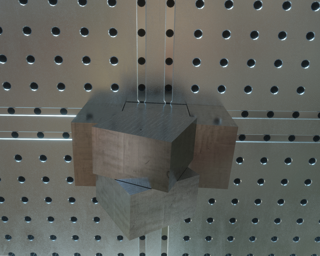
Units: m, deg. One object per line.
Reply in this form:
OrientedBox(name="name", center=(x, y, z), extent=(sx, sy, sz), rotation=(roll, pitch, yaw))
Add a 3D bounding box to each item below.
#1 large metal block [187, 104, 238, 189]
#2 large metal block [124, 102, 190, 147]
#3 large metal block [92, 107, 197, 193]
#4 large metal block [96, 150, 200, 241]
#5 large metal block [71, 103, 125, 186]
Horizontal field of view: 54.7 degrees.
OrientedBox(name="large metal block", center=(0.058, 0.020, 0.392), extent=(0.050, 0.080, 0.079), rotation=(4, 110, -2))
OrientedBox(name="large metal block", center=(-0.007, 0.013, 0.403), extent=(0.081, 0.050, 0.079), rotation=(2, 110, -2))
OrientedBox(name="large metal block", center=(-0.013, 0.017, 0.322), extent=(0.080, 0.080, 0.050), rotation=(11, 111, 20))
OrientedBox(name="large metal block", center=(-0.016, 0.065, 0.337), extent=(0.081, 0.080, 0.050), rotation=(-10, 114, -32))
OrientedBox(name="large metal block", center=(-0.074, 0.018, 0.390), extent=(0.050, 0.080, 0.079), rotation=(2, 110, -1))
